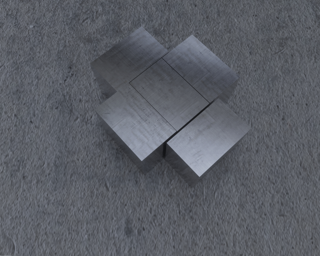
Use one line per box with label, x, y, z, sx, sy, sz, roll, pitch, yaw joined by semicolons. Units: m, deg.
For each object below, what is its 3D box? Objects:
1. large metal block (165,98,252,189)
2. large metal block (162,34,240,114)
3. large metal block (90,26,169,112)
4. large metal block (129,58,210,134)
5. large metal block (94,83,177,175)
large metal block;0.054;0.022;0.373;0.080;0.080;0.050;-40;75;-13
large metal block;0.048;-0.058;0.403;0.050;0.080;0.080;-41;75;-13
large metal block;-0.036;-0.070;0.406;0.080;0.080;0.050;-40;75;-13
large metal block;0.010;-0.027;0.390;0.050;0.080;0.080;-41;75;-13
large metal block;-0.028;0.005;0.379;0.050;0.080;0.080;-41;75;-13
